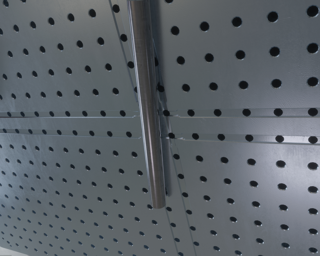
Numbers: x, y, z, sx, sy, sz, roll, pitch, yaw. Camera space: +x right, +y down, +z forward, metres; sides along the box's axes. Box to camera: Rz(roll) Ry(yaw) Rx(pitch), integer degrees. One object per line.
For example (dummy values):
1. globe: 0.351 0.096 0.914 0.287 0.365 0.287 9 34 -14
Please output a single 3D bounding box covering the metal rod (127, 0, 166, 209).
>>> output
1. metal rod: -0.013 -0.011 0.410 0.025 0.025 0.298 9 123 23
